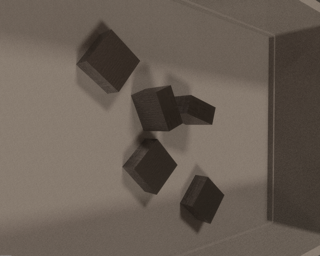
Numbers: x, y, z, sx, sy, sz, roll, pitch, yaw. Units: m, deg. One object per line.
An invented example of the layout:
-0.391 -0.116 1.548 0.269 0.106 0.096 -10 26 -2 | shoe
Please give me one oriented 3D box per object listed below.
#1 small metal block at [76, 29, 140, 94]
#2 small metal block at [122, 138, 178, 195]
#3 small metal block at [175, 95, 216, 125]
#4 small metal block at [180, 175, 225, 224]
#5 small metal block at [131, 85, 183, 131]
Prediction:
-0.059 -0.076 0.359 0.050 0.025 0.050 45 63 -31 | small metal block
-0.012 0.049 0.399 0.050 0.025 0.050 -52 121 -27 | small metal block
0.039 -0.023 0.425 0.050 0.050 0.025 21 77 -39 | small metal block
0.064 0.106 0.463 0.050 0.025 0.050 48 61 -30 | small metal block
-0.004 -0.024 0.389 0.025 0.050 0.050 -30 109 -36 | small metal block
